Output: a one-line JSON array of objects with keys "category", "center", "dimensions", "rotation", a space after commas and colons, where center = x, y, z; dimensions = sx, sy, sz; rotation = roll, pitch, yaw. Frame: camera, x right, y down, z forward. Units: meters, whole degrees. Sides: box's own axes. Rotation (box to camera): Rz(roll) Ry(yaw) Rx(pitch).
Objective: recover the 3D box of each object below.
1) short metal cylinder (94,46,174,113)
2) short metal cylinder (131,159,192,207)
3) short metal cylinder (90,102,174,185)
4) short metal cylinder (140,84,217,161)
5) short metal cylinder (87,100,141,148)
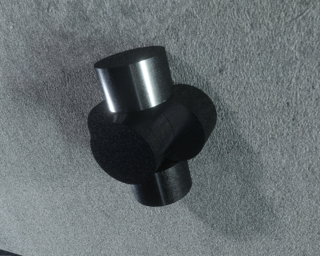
[{"category": "short metal cylinder", "center": [-0.028, -0.057, 0.351], "dimensions": [0.080, 0.080, 0.050], "rotation": [0, 118, 28]}, {"category": "short metal cylinder", "center": [-0.002, 0.058, 0.408], "dimensions": [0.080, 0.080, 0.050], "rotation": [0, 119, 27]}, {"category": "short metal cylinder", "center": [-0.031, 0.017, 0.352], "dimensions": [0.080, 0.050, 0.079], "rotation": [13, 124, 20]}, {"category": "short metal cylinder", "center": [0.023, -0.007, 0.374], "dimensions": [0.080, 0.050, 0.079], "rotation": [13, 124, 20]}, {"category": "short metal cylinder", "center": [-0.048, -0.007, 0.411], "dimensions": [0.080, 0.050, 0.079], "rotation": [13, 124, 20]}]
